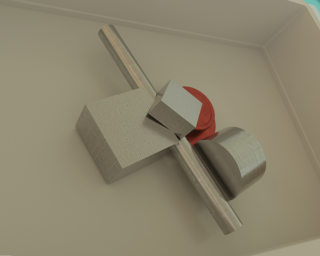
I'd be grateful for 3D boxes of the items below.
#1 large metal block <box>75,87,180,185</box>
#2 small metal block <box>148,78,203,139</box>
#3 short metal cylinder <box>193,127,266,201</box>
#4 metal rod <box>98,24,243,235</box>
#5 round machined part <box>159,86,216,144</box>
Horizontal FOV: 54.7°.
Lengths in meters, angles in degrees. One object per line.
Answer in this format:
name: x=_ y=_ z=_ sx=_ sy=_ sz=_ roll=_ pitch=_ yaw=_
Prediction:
large metal block: x=-0.039 y=0.007 z=0.361 sx=0.081 sy=0.050 sz=0.080 roll=-23 pitch=74 yaw=-36
small metal block: x=0.020 y=-0.024 z=0.368 sx=0.050 sy=0.025 sz=0.050 roll=37 pitch=39 yaw=-12
short metal cylinder: x=0.083 y=0.044 z=0.388 sx=0.050 sy=0.080 sz=0.080 roll=-23 pitch=74 yaw=-37
metal rod: x=0.006 y=-0.008 z=0.386 sx=0.025 sy=0.025 sz=0.299 roll=-23 pitch=74 yaw=-37
round machined part: x=0.035 y=-0.018 z=0.424 sx=0.099 sy=0.042 sz=0.098 roll=14 pitch=56 yaw=-21
